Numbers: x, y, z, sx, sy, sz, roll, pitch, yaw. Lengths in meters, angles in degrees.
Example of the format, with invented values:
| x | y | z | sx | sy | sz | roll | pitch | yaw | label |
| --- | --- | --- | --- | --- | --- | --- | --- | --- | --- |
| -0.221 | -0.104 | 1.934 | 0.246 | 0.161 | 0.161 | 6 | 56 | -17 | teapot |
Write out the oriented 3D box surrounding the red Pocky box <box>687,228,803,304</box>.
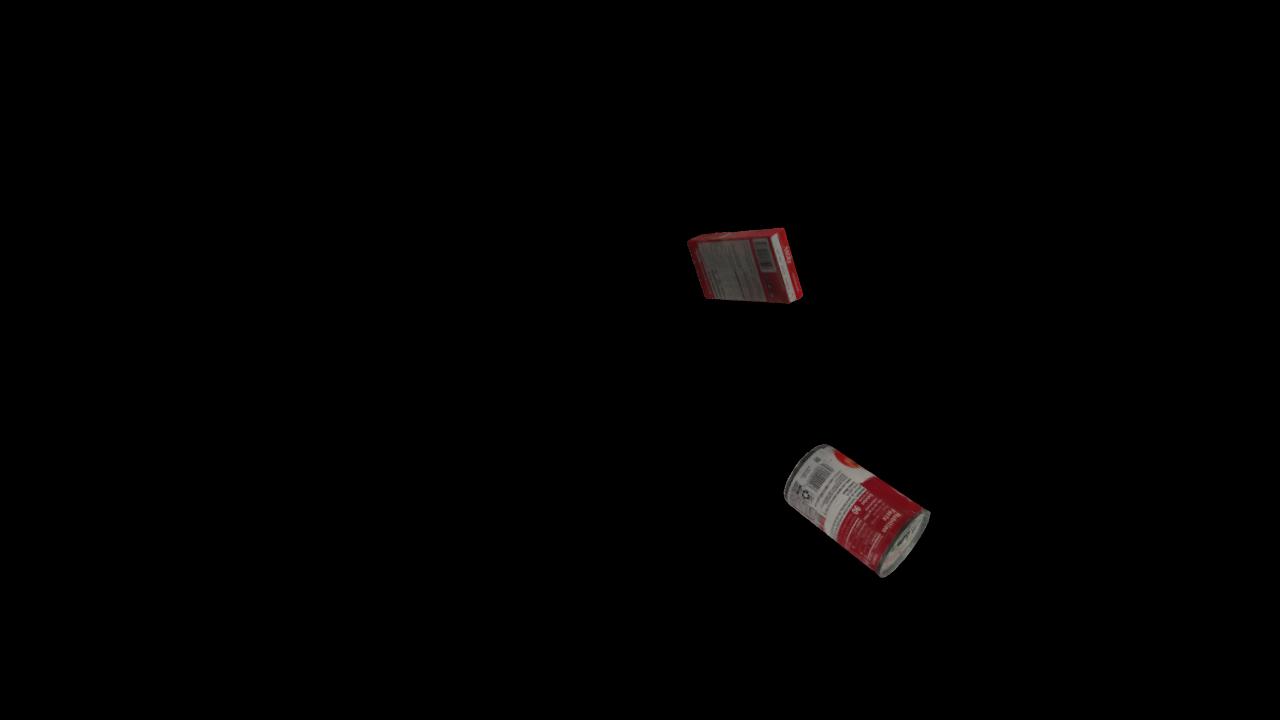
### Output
| x | y | z | sx | sy | sz | roll | pitch | yaw | label |
| --- | --- | --- | --- | --- | --- | --- | --- | --- | --- |
| 0.121 | -0.111 | 0.731 | 0.028 | 0.083 | 0.155 | -31 | 22 | -24 | red Pocky box |

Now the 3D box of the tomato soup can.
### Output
| x | y | z | sx | sy | sz | roll | pitch | yaw | label |
| --- | --- | --- | --- | --- | --- | --- | --- | --- | --- |
| 0.183 | 0.127 | 0.529 | 0.068 | 0.068 | 0.101 | 0 | 27 | -46 | tomato soup can |
